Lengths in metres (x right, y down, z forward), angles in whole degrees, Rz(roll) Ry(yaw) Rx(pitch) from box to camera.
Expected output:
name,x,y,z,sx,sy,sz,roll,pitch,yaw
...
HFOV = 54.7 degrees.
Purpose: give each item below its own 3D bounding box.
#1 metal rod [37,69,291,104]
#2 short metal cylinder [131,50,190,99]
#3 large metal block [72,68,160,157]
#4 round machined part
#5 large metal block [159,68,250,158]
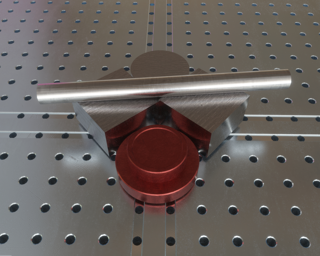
name,x,y,z,sx,sy,sz,roll,pitch,yaw
metal rod,0.007,-0.051,0.378,0.302,0.025,0.025,-4,50,-3
short metal cylinder,0.000,-0.066,0.442,0.081,0.050,0.080,0,50,0
large metal block,-0.058,-0.023,0.405,0.081,0.050,0.080,-32,59,-25
round machined part,-0.003,0.034,0.362,0.099,0.042,0.098,0,50,0
large metal block,0.055,-0.022,0.402,0.080,0.050,0.080,35,59,25
